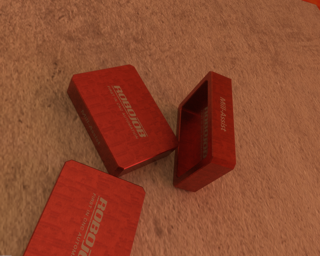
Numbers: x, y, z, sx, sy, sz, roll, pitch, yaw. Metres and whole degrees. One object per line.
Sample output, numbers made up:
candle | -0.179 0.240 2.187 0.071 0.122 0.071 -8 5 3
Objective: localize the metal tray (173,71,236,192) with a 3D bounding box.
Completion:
metal tray | 0.054 0.004 0.389 0.030 0.090 0.130 19 54 -18

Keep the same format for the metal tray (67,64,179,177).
metal tray | -0.046 -0.014 0.385 0.091 0.030 0.130 -20 72 -36

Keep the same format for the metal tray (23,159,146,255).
metal tray | -0.073 0.105 0.298 0.090 0.030 0.130 24 53 -14
